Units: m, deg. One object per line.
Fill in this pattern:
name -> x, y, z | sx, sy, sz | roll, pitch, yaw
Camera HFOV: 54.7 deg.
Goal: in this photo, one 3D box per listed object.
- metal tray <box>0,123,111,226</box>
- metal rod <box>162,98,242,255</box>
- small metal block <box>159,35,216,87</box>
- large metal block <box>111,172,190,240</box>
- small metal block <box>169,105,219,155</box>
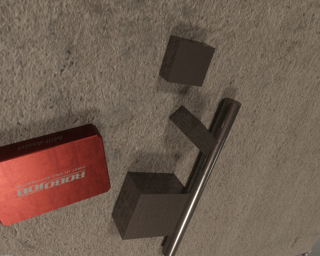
metal tray -> -0.130, 0.054, 0.367 | 0.131, 0.030, 0.089 | -16, 125, -20
metal rod -> 0.060, 0.092, 0.498 | 0.025, 0.025, 0.298 | 5, 116, -31
small metal block -> 0.032, -0.081, 0.376 | 0.050, 0.025, 0.050 | 3, 117, -30
large metal block -> -0.015, 0.113, 0.454 | 0.081, 0.050, 0.079 | 7, 115, -32
small metal block -> 0.045, 0.003, 0.419 | 0.025, 0.050, 0.050 | -44, 130, 2
